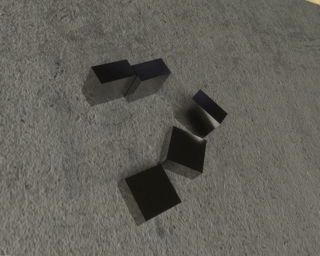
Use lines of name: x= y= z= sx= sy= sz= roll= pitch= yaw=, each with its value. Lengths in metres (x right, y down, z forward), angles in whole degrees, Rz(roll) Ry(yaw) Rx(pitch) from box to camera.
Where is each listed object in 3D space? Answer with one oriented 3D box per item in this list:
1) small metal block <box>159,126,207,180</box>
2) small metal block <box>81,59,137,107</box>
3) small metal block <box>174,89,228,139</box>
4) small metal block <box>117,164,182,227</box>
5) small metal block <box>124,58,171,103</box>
small metal block: x=0.030 y=0.032 z=0.400 sx=0.050 sy=0.025 sz=0.050 roll=24 pitch=53 yaw=-14
small metal block: x=-0.064 y=-0.056 z=0.387 sx=0.050 sy=0.050 sz=0.025 roll=-22 pitch=74 yaw=-36
small metal block: x=0.056 y=-0.017 z=0.428 sx=0.050 sy=0.050 sz=0.025 roll=42 pitch=51 yaw=1
small metal block: x=-0.012 y=0.075 z=0.351 sx=0.050 sy=0.025 sz=0.050 roll=-19 pitch=72 yaw=-35
small metal block: x=-0.021 y=-0.064 z=0.415 sx=0.050 sy=0.050 sz=0.025 roll=-24 pitch=75 yaw=-36
